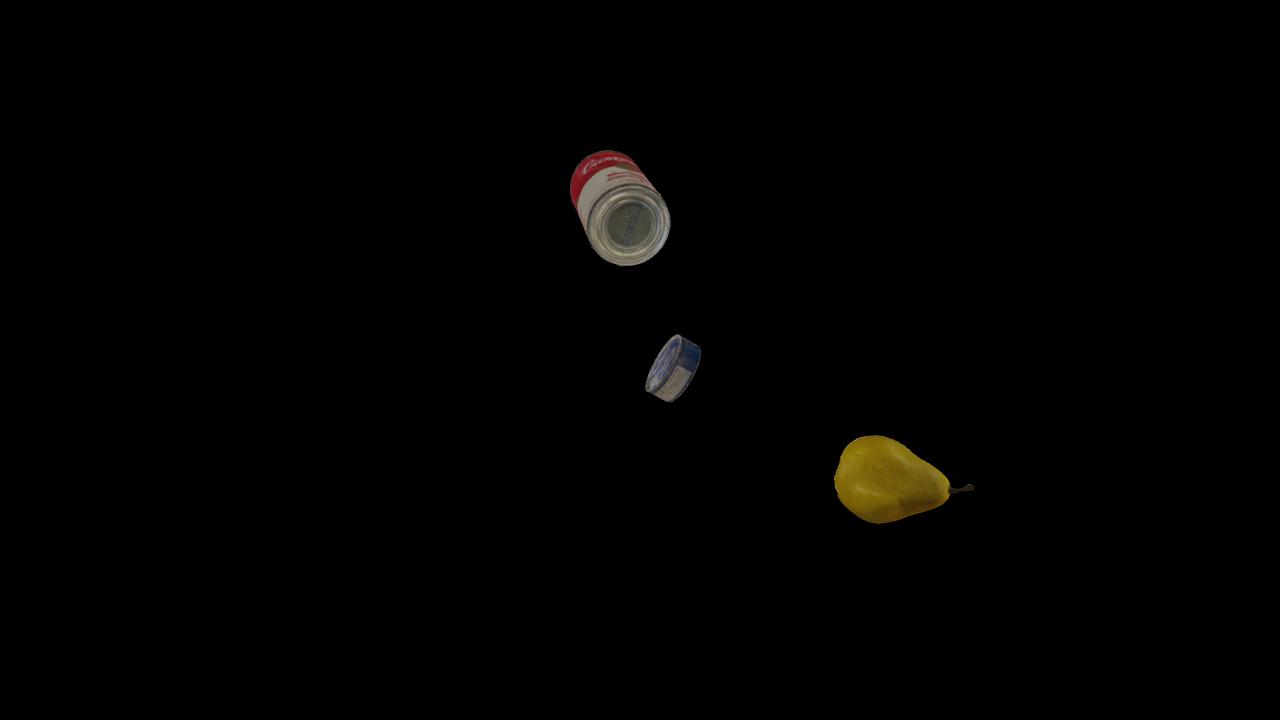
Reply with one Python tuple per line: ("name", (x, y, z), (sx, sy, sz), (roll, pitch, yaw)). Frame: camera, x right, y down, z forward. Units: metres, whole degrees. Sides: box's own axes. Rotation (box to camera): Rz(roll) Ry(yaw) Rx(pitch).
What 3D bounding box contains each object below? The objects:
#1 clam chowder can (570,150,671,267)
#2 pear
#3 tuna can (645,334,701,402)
("clam chowder can", (-0.019, -0.127, 0.510), (0.068, 0.068, 0.102), (0, 32, -15))
("pear", (0.236, 0.114, 0.553), (0.111, 0.080, 0.080), (16, 11, 40))
("tuna can", (0.042, 0.011, 0.785), (0.034, 0.084, 0.084), (29, -7, -13))
